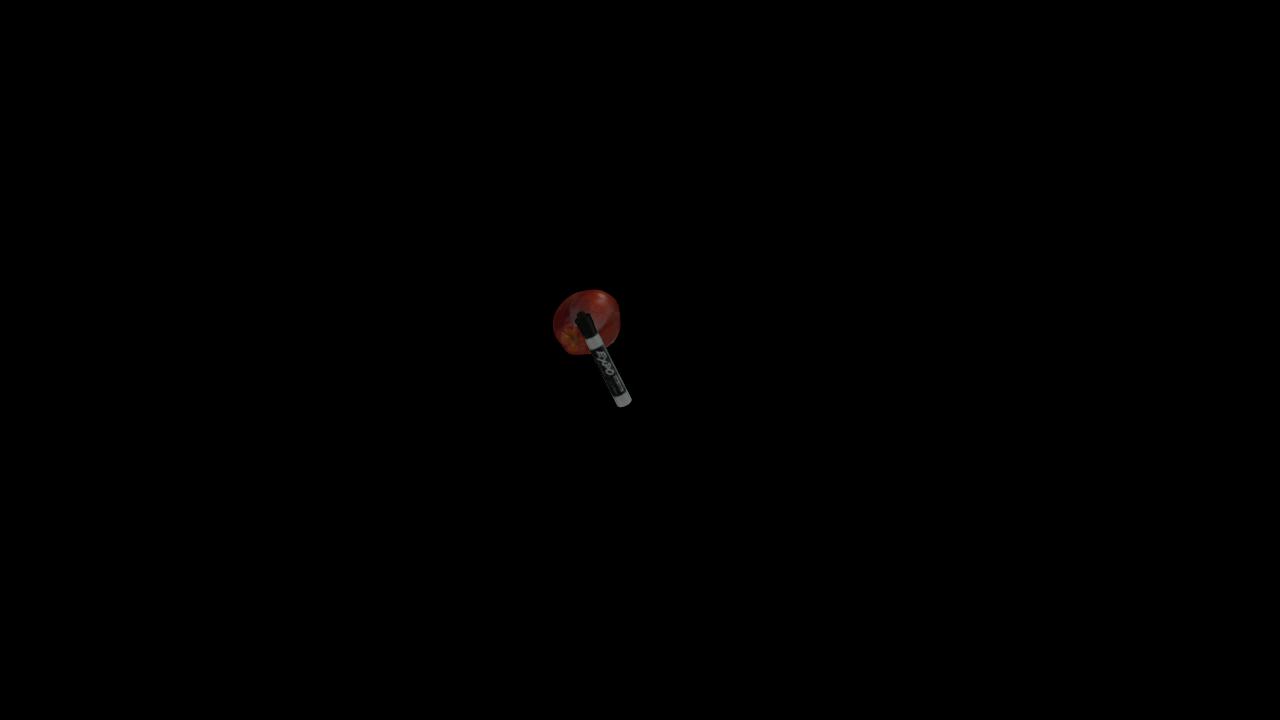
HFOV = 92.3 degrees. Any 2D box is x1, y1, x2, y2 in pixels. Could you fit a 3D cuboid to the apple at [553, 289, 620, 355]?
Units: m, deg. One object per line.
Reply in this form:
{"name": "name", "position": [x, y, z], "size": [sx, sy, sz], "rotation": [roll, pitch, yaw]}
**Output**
{"name": "apple", "position": [-0.064, -0.046, 0.736], "size": [0.079, 0.079, 0.093], "rotation": [0, 33, 22]}

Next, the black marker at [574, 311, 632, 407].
{"name": "black marker", "position": [-0.041, 0.000, 0.683], "size": [0.020, 0.121, 0.020], "rotation": [-20, 25, 10]}
